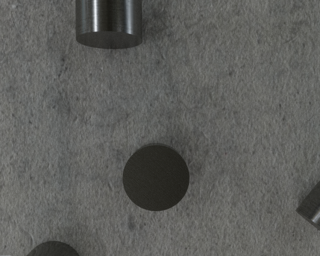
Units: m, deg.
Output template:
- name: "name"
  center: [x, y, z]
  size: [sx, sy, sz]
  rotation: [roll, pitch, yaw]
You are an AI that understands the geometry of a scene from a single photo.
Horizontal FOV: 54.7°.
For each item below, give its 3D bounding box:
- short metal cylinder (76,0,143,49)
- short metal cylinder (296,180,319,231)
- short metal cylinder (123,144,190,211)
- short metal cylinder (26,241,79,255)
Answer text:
- name: "short metal cylinder"
  center: [-0.062, -0.132, 0.382]
  size: [0.081, 0.080, 0.050]
  rotation: [-1, 90, -1]
- name: "short metal cylinder"
  center: [0.220, 0.110, 0.386]
  size: [0.080, 0.080, 0.050]
  rotation: [39, 90, -1]
- name: "short metal cylinder"
  center: [-0.005, 0.060, 0.398]
  size: [0.081, 0.050, 0.079]
  rotation: [0, 90, -1]
- name: "short metal cylinder"
  center: [-0.145, 0.193, 0.396]
  size: [0.081, 0.050, 0.079]
  rotation: [0, 90, -1]
